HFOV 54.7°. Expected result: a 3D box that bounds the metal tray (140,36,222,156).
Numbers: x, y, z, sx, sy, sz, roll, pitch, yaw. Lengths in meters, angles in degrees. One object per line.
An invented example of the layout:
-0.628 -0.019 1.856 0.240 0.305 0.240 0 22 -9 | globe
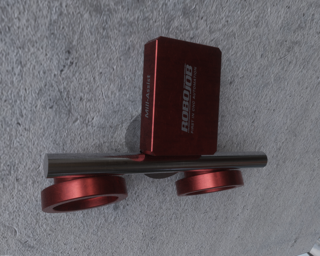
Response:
0.026 -0.034 0.365 0.091 0.030 0.129 2 91 -30 | metal tray

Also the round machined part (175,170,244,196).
0.071 0.072 0.460 0.099 0.042 0.098 -8 163 -2 | round machined part

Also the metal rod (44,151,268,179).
0.018 0.042 0.382 0.303 0.025 0.025 2 118 -30 | metal rod

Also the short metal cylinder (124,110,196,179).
0.000 0.019 0.406 0.081 0.050 0.079 -14 125 -21 | short metal cylinder

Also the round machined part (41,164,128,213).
-0.091 0.070 0.371 0.099 0.042 0.098 -11 160 -4 | round machined part
